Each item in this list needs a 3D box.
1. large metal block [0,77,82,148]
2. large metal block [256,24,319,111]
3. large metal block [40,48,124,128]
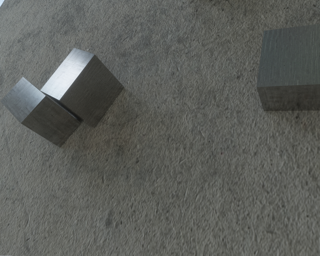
[{"bbox_3d":[-0.183,-0.024,0.480,0.080,0.080,0.050,33,80,38],"label":"large metal block"},{"bbox_3d":[0.158,-0.066,0.346,0.080,0.050,0.080,1,62,28],"label":"large metal block"},{"bbox_3d":[-0.113,-0.059,0.464,0.050,0.080,0.080,24,75,36],"label":"large metal block"}]
